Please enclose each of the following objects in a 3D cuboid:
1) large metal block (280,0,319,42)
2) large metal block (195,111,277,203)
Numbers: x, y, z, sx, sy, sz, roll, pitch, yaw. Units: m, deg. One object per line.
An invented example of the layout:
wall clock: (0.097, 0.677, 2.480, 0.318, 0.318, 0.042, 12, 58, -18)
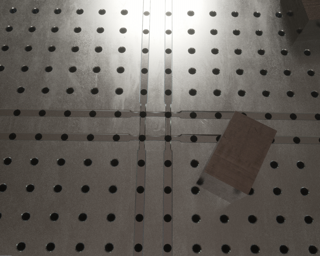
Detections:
large metal block: (0.241, -0.183, 0.469, 0.081, 0.050, 0.080, -8, 70, -3)
large metal block: (0.087, 0.038, 0.370, 0.050, 0.080, 0.080, 28, 72, 9)
